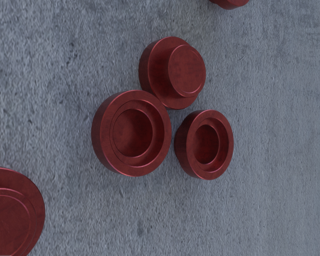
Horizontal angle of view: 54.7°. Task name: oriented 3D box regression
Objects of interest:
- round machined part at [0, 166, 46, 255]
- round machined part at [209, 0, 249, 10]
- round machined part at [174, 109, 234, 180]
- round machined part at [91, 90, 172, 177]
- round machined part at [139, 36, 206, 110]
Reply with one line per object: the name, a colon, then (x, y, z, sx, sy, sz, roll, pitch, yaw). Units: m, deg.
round machined part: (-0.149, 0.083, 0.269, 0.099, 0.042, 0.097, 0, 90, -40)
round machined part: (0.098, -0.231, 0.475, 0.099, 0.042, 0.097, 0, 90, -40)
round machined part: (0.058, 0.023, 0.442, 0.099, 0.042, 0.097, 0, 90, -40)
round machined part: (-0.036, 0.006, 0.363, 0.099, 0.042, 0.097, 0, 90, -40)
round machined part: (0.023, -0.073, 0.413, 0.099, 0.042, 0.097, 0, 90, -40)
